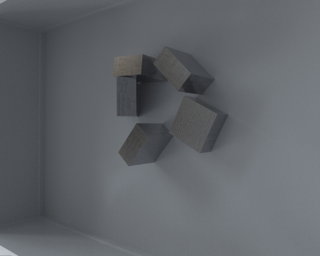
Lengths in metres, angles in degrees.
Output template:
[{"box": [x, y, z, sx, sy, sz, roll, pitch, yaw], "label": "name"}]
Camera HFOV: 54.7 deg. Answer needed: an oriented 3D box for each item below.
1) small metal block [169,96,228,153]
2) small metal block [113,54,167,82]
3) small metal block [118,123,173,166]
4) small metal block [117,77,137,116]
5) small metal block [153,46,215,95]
[{"box": [0.045, -0.005, 0.368, 0.050, 0.025, 0.050, 34, 111, 34], "label": "small metal block"}, {"box": [-0.025, -0.077, 0.409, 0.050, 0.050, 0.025, 5, 90, 39], "label": "small metal block"}, {"box": [-0.018, 0.021, 0.404, 0.025, 0.050, 0.050, 49, 119, 29], "label": "small metal block"}, {"box": [-0.044, -0.041, 0.422, 0.025, 0.050, 0.050, 0, 90, -2], "label": "small metal block"}, {"box": [0.029, -0.067, 0.365, 0.050, 0.050, 0.025, 52, 120, 27], "label": "small metal block"}]
